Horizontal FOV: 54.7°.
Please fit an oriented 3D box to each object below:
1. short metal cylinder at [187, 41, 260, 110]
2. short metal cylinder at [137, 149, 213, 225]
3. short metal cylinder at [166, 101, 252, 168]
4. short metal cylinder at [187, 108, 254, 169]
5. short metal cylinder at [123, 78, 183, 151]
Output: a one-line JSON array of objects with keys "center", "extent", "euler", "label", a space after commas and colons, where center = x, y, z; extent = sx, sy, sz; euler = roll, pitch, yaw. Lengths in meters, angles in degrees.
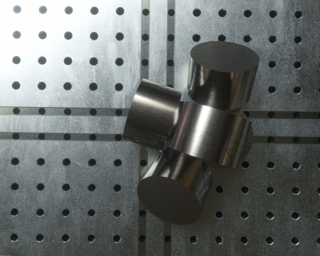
[{"center": [0.075, -0.066, 0.379], "extent": [0.081, 0.080, 0.050], "euler": [2, 130, 0], "label": "short metal cylinder"}, {"center": [0.019, 0.072, 0.380], "extent": [0.080, 0.050, 0.079], "euler": [14, 129, 18], "label": "short metal cylinder"}, {"center": [0.052, 0.007, 0.335], "extent": [0.080, 0.080, 0.050], "euler": [17, 90, 0], "label": "short metal cylinder"}, {"center": [0.073, 0.010, 0.400], "extent": [0.081, 0.050, 0.080], "euler": [0, 89, 0], "label": "short metal cylinder"}, {"center": [-0.009, -0.016, 0.385], "extent": [0.050, 0.080, 0.080], "euler": [19, 90, 0], "label": "short metal cylinder"}]
